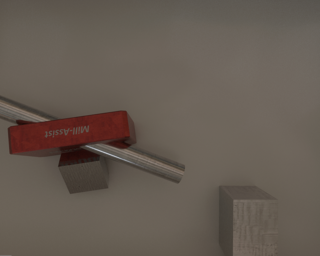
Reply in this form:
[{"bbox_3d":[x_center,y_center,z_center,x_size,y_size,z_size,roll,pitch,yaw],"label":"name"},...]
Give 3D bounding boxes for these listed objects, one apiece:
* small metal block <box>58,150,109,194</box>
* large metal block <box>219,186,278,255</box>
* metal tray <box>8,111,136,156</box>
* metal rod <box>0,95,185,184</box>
[{"bbox_3d":[-0.096,0.055,0.398,0.050,0.025,0.050,-9,127,-1],"label":"small metal block"},{"bbox_3d":[0.107,0.120,0.385,0.050,0.080,0.079,0,90,0],"label":"large metal block"},{"bbox_3d":[-0.099,0.010,0.376,0.131,0.090,0.030,-8,82,-1],"label":"metal tray"},{"bbox_3d":[-0.113,0.002,0.360,0.302,0.025,0.025,21,90,-8],"label":"metal rod"}]
